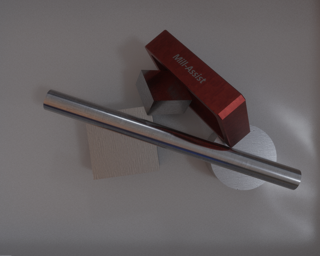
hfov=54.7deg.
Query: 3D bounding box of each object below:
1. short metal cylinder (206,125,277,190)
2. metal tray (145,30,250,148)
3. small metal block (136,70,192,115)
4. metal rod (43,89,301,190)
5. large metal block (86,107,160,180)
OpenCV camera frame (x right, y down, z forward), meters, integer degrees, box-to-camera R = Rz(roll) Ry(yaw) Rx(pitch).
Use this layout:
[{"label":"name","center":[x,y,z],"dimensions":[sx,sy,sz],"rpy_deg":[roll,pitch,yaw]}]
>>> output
[{"label":"short metal cylinder","center":[0.101,0.035,0.399],"dimensions":[0.081,0.050,0.079],"rpy_deg":[0,90,-1]},{"label":"metal tray","center":[0.043,-0.044,0.353],"dimensions":[0.030,0.090,0.130],"rpy_deg":[-41,61,-1]},{"label":"small metal block","center":[0.004,-0.044,0.376],"dimensions":[0.050,0.025,0.050],"rpy_deg":[-4,54,-27]},{"label":"metal rod","center":[0.015,0.014,0.359],"dimensions":[0.302,0.025,0.025],"rpy_deg":[18,90,-1]},{"label":"large metal block","center":[-0.045,0.018,0.397],"dimensions":[0.081,0.050,0.080],"rpy_deg":[-8,90,-1]}]
